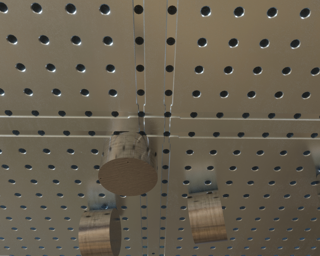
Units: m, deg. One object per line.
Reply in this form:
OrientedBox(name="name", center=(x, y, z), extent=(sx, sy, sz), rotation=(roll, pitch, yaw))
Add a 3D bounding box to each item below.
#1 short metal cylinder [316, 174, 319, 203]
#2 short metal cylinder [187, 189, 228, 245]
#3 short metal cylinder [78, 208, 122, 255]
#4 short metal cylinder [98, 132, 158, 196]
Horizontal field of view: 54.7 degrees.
OrientedBox(name="short metal cylinder", center=(0.279, 0.106, 0.470), extent=(0.050, 0.080, 0.080), rotation=(-12, 129, 9))
OrientedBox(name="short metal cylinder", center=(0.076, 0.143, 0.498), extent=(0.050, 0.080, 0.080), rotation=(-10, 130, 8))
OrientedBox(name="short metal cylinder", center=(-0.100, 0.180, 0.527), extent=(0.050, 0.080, 0.080), rotation=(-6, 130, 5))
OrientedBox(name="short metal cylinder", center=(-0.043, 0.052, 0.439), extent=(0.081, 0.050, 0.079), rotation=(-1, 130, 0))
